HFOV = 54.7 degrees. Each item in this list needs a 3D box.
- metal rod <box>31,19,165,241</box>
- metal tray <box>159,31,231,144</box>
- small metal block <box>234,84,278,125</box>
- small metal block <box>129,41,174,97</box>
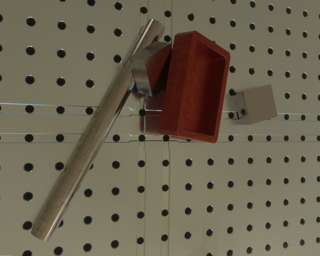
[{"bbox_3d":[-0.072,-0.005,0.386,0.025,0.025,0.299,30,80,-18],"label":"metal rod"},{"bbox_3d":[0.049,-0.049,0.408,0.091,0.030,0.129,13,85,-47],"label":"metal tray"},{"bbox_3d":[0.145,-0.035,0.468,0.050,0.025,0.050,-15,96,-20],"label":"small metal block"},{"bbox_3d":[-0.007,-0.075,0.393,0.050,0.025,0.050,-40,133,-33],"label":"small metal block"}]
